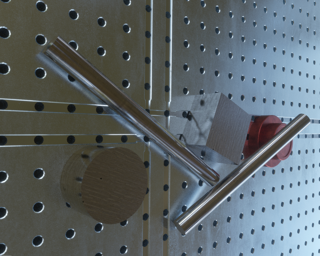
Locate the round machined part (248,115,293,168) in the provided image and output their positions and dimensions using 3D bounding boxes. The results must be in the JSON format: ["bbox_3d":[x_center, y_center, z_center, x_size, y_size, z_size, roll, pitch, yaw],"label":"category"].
[{"bbox_3d":[0.210,0.025,0.574,0.099,0.042,0.097,0,90,-40],"label":"round machined part"}]

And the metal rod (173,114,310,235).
[{"bbox_3d":[0.142,0.062,0.493,0.302,0.025,0.025,-34,112,-23],"label":"metal rod"}]

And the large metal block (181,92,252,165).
[{"bbox_3d":[0.085,0.003,0.464,0.080,0.050,0.080,30,71,-36],"label":"large metal block"}]

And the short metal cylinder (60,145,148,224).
[{"bbox_3d":[-0.061,0.060,0.342,0.081,0.050,0.080,0,90,-40],"label":"short metal cylinder"}]

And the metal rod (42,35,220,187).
[{"bbox_3d":[-0.015,-0.003,0.396,0.301,0.025,0.025,40,65,-33],"label":"metal rod"}]
